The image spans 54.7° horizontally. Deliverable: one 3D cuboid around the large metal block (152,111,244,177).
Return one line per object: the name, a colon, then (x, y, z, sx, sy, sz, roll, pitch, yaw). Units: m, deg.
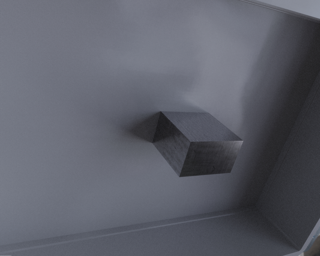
large metal block: (0.047, 0.019, 0.412, 0.081, 0.080, 0.050, 0, 118, -29)
